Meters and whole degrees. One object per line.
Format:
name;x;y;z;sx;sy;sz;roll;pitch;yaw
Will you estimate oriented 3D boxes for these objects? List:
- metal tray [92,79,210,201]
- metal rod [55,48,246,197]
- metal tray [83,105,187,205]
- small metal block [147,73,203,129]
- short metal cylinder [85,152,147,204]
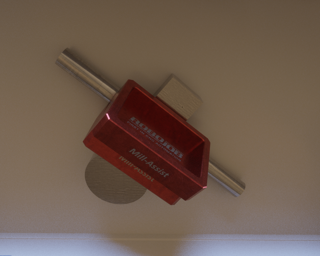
metal tray;-0.002;0.011;0.352;0.130;0.090;0.030;37;123;-13
metal rod;-0.003;0.000;0.411;0.301;0.025;0.025;37;106;-13
metal tray;-0.025;0.029;0.386;0.130;0.090;0.030;37;106;-13
small metal block;0.019;-0.033;0.398;0.050;0.025;0.050;39;105;-14
short metal cylinder;-0.052;0.053;0.409;0.080;0.050;0.079;2;117;4
